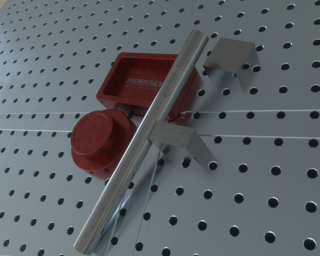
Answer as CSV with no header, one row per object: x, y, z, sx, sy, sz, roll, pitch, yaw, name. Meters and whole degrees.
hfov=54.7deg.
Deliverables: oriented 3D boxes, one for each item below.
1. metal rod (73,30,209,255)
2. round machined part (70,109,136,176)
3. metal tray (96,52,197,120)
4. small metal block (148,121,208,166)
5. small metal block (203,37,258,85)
-0.021,0.014,0.381,0.025,0.025,0.299,25,84,37,metal rod
-0.085,0.014,0.433,0.098,0.042,0.098,-13,56,21,round machined part
-0.022,-0.066,0.456,0.130,0.030,0.090,11,67,32,metal tray
0.023,0.018,0.369,0.050,0.050,0.025,13,69,33,small metal block
0.094,-0.090,0.414,0.050,0.025,0.050,23,74,36,small metal block
